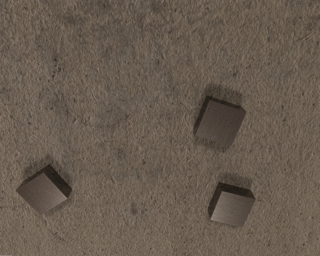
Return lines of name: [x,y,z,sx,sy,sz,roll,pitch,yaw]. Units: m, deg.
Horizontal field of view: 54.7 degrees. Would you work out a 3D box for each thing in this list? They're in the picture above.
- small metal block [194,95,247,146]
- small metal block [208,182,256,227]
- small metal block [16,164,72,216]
small metal block: [0.078,-0.010,0.407,0.050,0.025,0.050,17,109,-7]
small metal block: [0.104,0.112,0.453,0.050,0.025,0.050,15,109,-6]
small metal block: [-0.164,0.088,0.440,0.050,0.025,0.050,-32,107,11]
